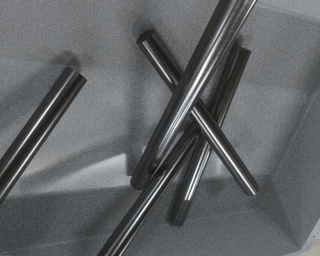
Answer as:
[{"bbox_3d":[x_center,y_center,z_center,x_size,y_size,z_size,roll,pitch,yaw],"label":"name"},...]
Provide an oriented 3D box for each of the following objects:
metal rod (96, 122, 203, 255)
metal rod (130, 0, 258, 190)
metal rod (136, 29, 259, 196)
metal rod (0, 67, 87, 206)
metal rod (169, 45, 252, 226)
[{"bbox_3d":[-0.029,0.110,0.385,0.301,0.025,0.025,-53,133,-23],"label":"metal rod"},{"bbox_3d":[0.015,-0.011,0.334,0.025,0.025,0.298,-5,146,-26],"label":"metal rod"},{"bbox_3d":[0.065,-0.001,0.417,0.025,0.025,0.300,-40,121,-1],"label":"metal rod"},{"bbox_3d":[-0.168,0.068,0.307,0.025,0.025,0.300,39,80,-39],"label":"metal rod"},{"bbox_3d":[0.068,0.027,0.464,0.025,0.025,0.298,3,117,-30],"label":"metal rod"}]
